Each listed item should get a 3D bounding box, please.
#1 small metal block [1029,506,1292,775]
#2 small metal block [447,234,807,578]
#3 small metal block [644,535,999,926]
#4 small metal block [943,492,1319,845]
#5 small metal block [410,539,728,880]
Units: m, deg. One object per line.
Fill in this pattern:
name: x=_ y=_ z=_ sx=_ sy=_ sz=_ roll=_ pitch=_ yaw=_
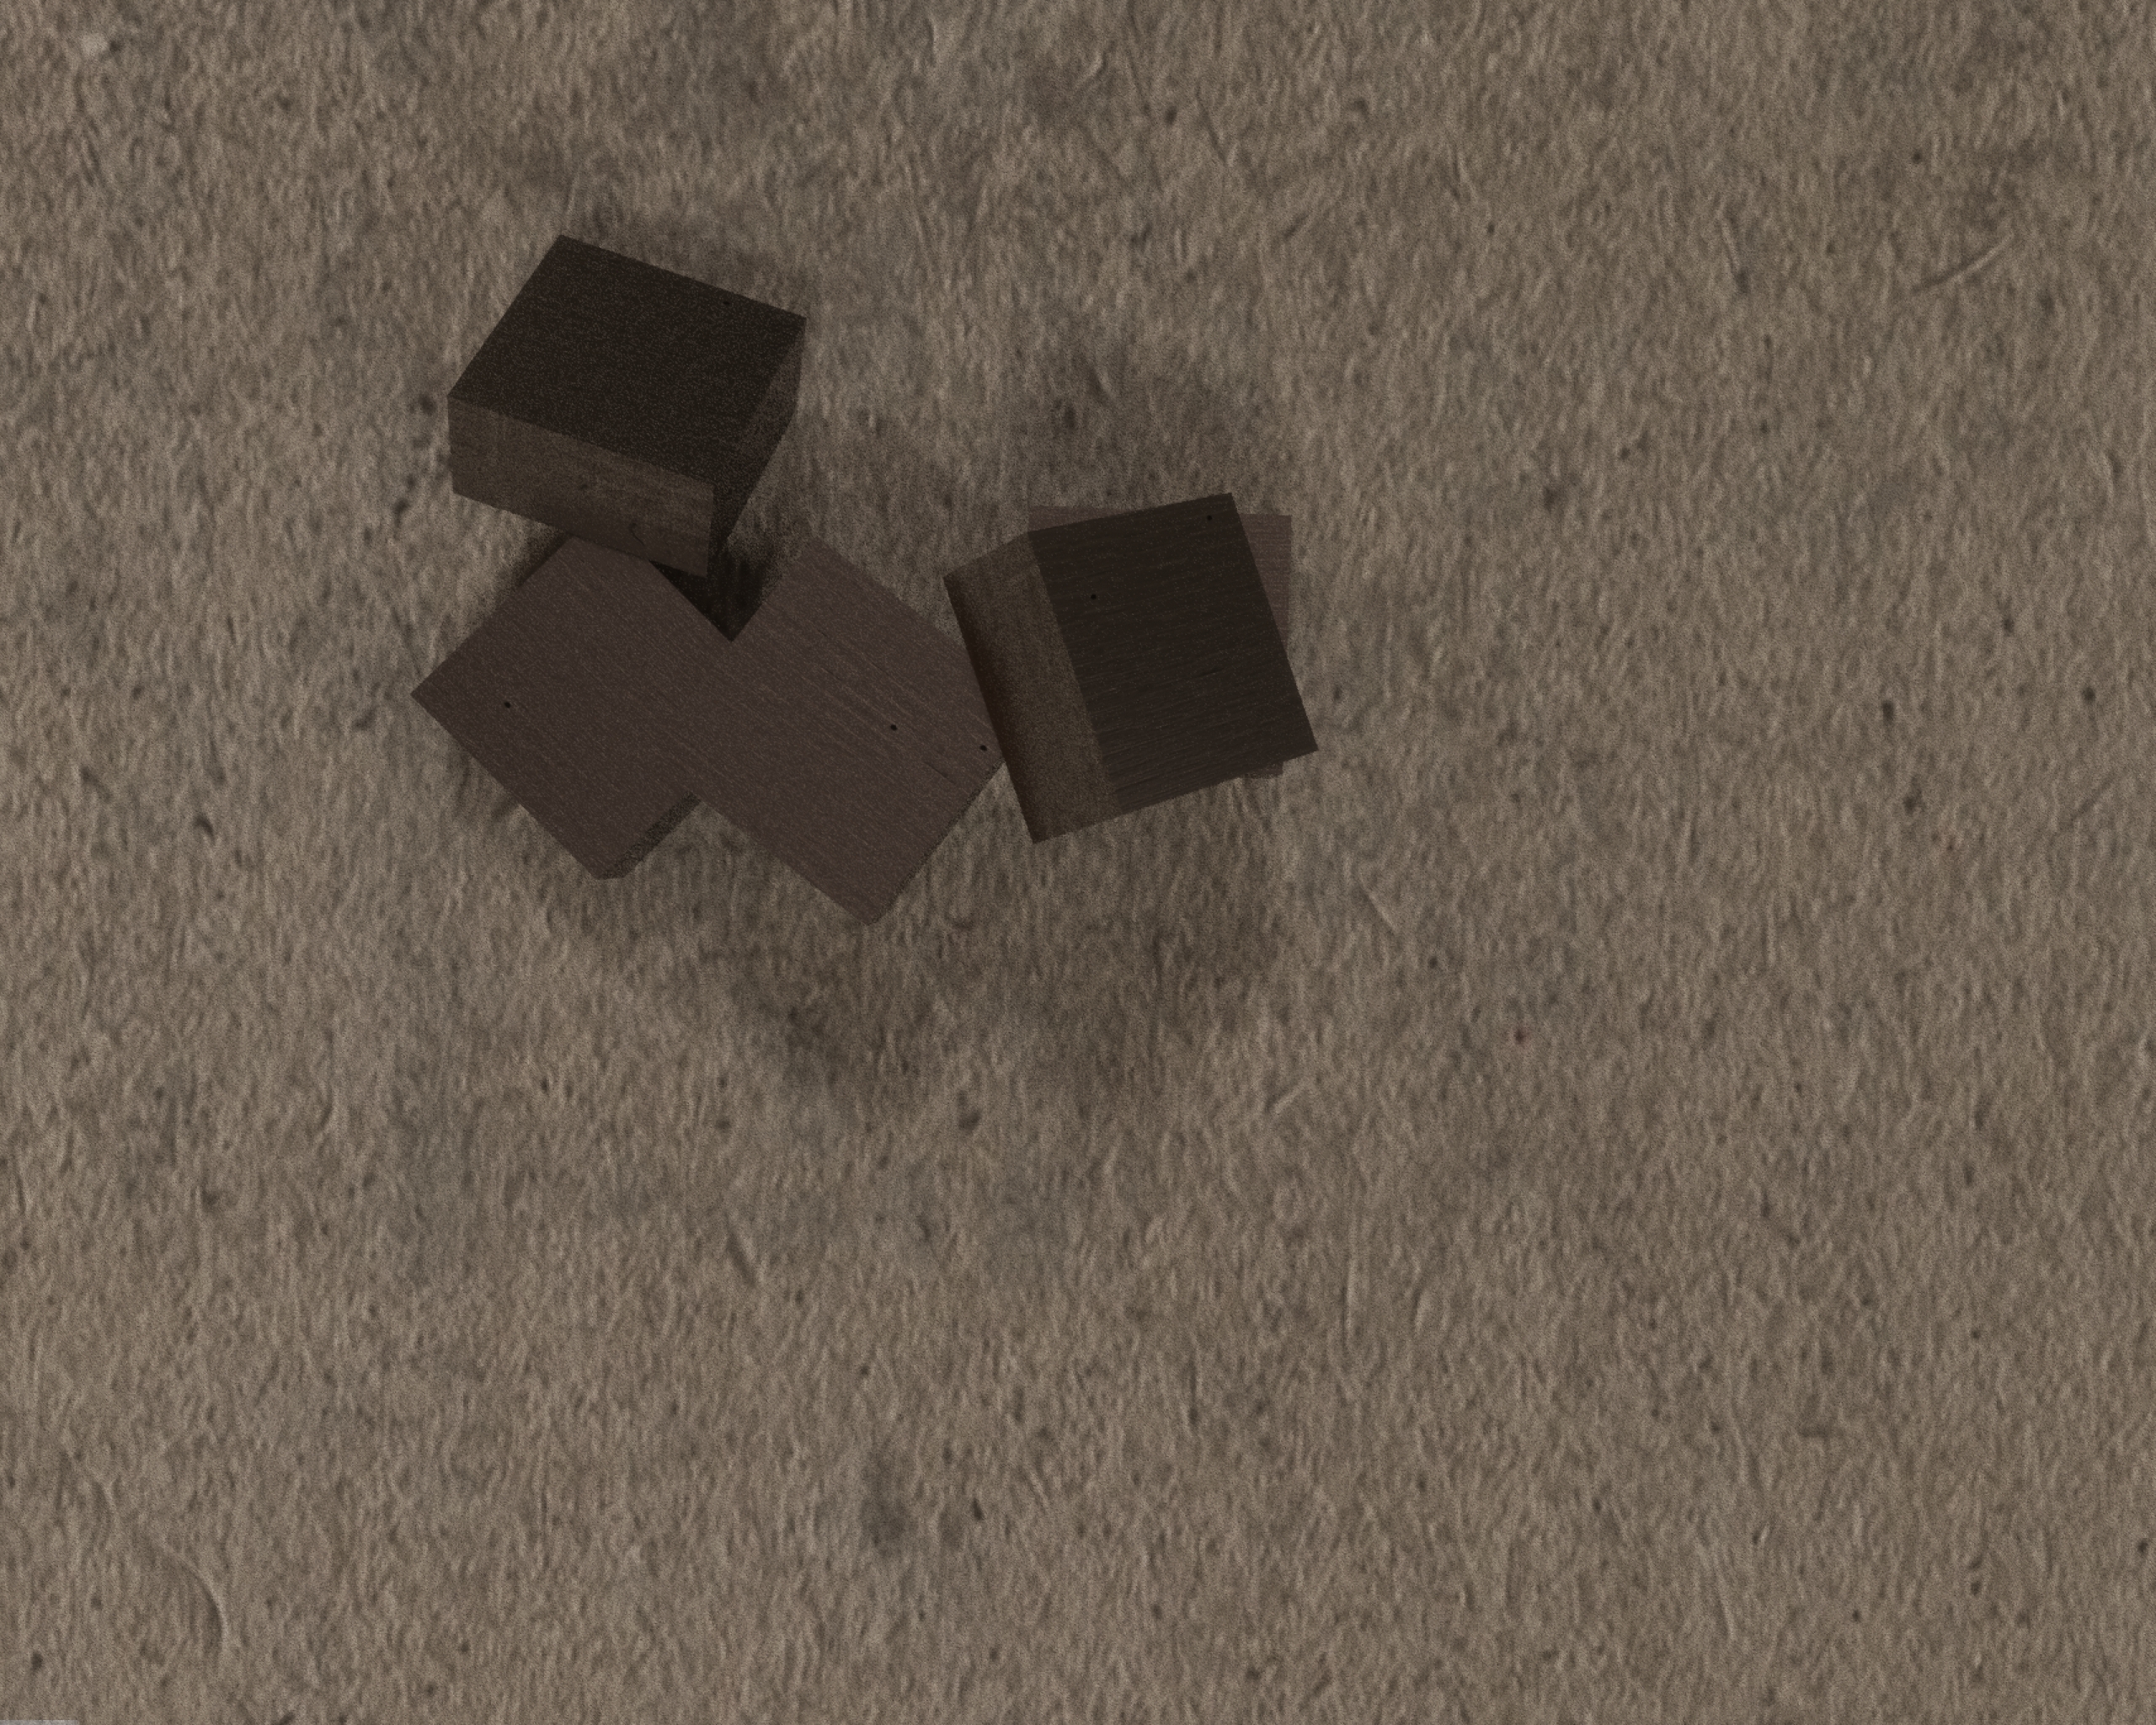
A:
small metal block: x=0.015 y=-0.043 z=0.411 sx=0.050 sy=0.025 sz=0.050 roll=2 pitch=90 yaw=-1
small metal block: x=-0.085 y=-0.088 z=0.398 sx=0.050 sy=0.025 sz=0.050 roll=19 pitch=53 yaw=-1
small metal block: x=-0.042 y=-0.024 z=0.384 sx=0.050 sy=0.025 sz=0.050 roll=38 pitch=90 yaw=-1
small metal block: x=0.010 y=-0.035 z=0.374 sx=0.050 sy=0.025 sz=0.050 roll=-19 pitch=90 yaw=-40
small metal block: x=-0.092 y=-0.032 z=0.409 sx=0.050 sy=0.025 sz=0.050 roll=-45 pitch=91 yaw=0
